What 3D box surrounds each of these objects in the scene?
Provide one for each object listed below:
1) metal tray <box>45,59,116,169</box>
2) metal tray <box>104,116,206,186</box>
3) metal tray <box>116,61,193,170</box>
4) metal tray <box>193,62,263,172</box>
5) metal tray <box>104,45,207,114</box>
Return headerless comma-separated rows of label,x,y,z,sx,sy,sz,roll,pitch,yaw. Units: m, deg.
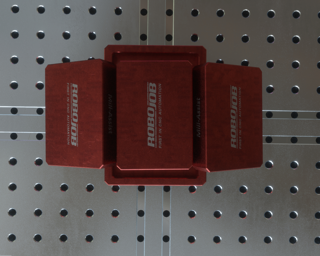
metal tray,-0.101,-0.017,0.392,0.090,0.030,0.129,0,90,25
metal tray,-0.006,0.029,0.411,0.131,0.030,0.089,0,90,-1
metal tray,-0.006,-0.015,0.380,0.091,0.030,0.129,0,90,-1
metal tray,0.086,-0.013,0.393,0.091,0.030,0.129,-1,90,-28
metal tray,-0.006,-0.061,0.410,0.131,0.030,0.089,0,90,-1
